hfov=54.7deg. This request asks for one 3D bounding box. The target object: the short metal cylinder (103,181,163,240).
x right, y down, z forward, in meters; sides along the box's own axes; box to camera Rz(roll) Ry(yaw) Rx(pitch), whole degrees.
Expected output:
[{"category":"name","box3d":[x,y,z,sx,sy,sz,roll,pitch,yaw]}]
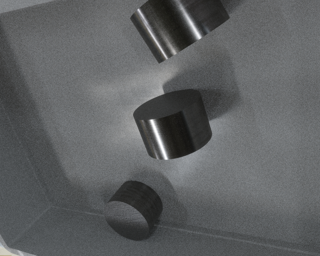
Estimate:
[{"category":"short metal cylinder","box3d":[-0.042,0.132,0.497,0.080,0.050,0.079,13,124,21]}]

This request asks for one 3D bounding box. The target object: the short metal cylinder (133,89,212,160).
[{"category":"short metal cylinder","box3d":[0.015,-0.006,0.361,0.080,0.080,0.050,-6,116,31]}]

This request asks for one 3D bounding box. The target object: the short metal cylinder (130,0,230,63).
[{"category":"short metal cylinder","box3d":[0.019,-0.105,0.298,0.080,0.080,0.050,-24,105,36]}]

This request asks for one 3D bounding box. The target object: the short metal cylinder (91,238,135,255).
[{"category":"short metal cylinder","box3d":[-0.085,0.256,0.579,0.080,0.080,0.050,5,121,25]}]
